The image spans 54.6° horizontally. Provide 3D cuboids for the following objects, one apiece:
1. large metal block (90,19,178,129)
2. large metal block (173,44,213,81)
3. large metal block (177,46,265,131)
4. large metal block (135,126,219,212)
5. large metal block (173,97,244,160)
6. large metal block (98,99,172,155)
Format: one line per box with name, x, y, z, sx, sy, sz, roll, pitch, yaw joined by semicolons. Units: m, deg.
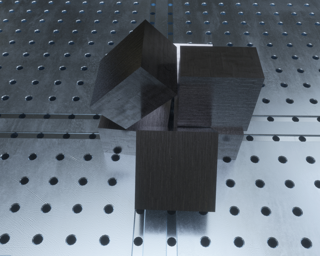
large metal block;-0.027;-0.058;0.345;0.080;0.050;0.080;-31;40;33
large metal block;0.027;-0.081;0.431;0.080;0.080;0.050;2;89;1
large metal block;0.061;-0.042;0.343;0.080;0.080;0.050;1;50;1
large metal block;0.017;0.041;0.331;0.080;0.050;0.080;2;95;1
large metal block;0.058;-0.008;0.398;0.080;0.050;0.080;2;50;2
large metal block;-0.027;-0.011;0.401;0.080;0.050;0.080;5;50;4
